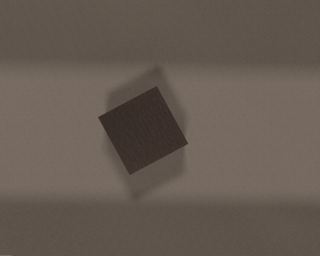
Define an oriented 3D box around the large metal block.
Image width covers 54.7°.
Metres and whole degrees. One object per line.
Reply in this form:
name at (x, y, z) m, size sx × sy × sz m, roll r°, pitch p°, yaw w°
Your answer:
large metal block at (-0.020, 0.003, 0.399) m, size 0.080 × 0.050 × 0.080 m, roll -28°, pitch 90°, yaw 0°
